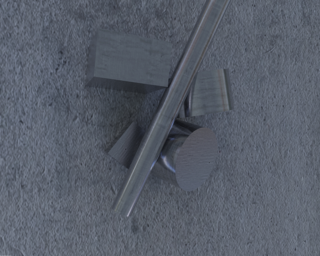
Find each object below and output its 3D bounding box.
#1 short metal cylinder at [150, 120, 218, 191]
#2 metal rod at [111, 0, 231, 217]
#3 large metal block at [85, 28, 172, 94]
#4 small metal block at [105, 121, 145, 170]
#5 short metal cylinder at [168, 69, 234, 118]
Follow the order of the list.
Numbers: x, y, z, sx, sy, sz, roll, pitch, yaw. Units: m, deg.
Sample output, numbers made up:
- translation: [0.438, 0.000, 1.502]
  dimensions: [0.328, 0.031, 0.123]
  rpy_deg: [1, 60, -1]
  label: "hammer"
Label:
- translation: [0.028, 0.032, 0.389]
  dimensions: [0.081, 0.050, 0.079]
  rpy_deg: [-19, 117, -42]
  label: "short metal cylinder"
- translation: [0.018, -0.040, 0.349]
  dimensions: [0.025, 0.025, 0.299]
  rpy_deg: [24, 93, -19]
  label: "metal rod"
- translation: [-0.041, -0.073, 0.365]
  dimensions: [0.081, 0.080, 0.050]
  rpy_deg: [5, 88, -20]
  label: "large metal block"
- translation: [-0.034, 0.027, 0.397]
  dimensions: [0.050, 0.025, 0.050]
  rpy_deg: [41, 77, -16]
  label: "small metal block"
- translation: [0.052, -0.043, 0.399]
  dimensions: [0.081, 0.080, 0.050]
  rpy_deg: [-10, 94, -20]
  label: "short metal cylinder"
